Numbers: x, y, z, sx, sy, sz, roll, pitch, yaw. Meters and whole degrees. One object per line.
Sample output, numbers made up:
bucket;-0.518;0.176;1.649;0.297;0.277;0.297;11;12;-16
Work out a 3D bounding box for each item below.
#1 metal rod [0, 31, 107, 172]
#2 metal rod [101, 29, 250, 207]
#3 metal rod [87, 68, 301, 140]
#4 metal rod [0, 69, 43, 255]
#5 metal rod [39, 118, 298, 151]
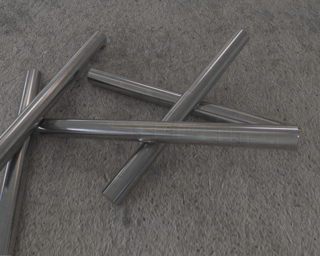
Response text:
metal rod;-0.143;-0.056;0.428;0.025;0.025;0.301;12;45;10
metal rod;0.033;-0.028;0.397;0.025;0.025;0.301;29;65;22
metal rod;0.036;-0.034;0.431;0.301;0.025;0.025;18;52;14
metal rod;-0.170;0.035;0.372;0.025;0.025;0.300;-6;50;-5
metal rod;-0.009;0.004;0.349;0.301;0.025;0.025;2;48;21
